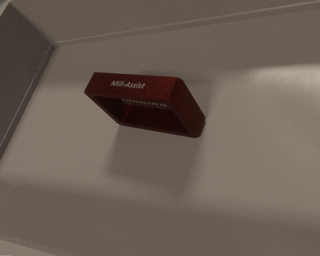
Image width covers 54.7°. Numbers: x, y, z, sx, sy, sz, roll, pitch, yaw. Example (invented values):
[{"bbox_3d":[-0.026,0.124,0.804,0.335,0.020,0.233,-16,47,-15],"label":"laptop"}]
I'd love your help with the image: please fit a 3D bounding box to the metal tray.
[{"bbox_3d":[-0.019,-0.029,0.390,0.130,0.090,0.030,9,67,32],"label":"metal tray"}]
